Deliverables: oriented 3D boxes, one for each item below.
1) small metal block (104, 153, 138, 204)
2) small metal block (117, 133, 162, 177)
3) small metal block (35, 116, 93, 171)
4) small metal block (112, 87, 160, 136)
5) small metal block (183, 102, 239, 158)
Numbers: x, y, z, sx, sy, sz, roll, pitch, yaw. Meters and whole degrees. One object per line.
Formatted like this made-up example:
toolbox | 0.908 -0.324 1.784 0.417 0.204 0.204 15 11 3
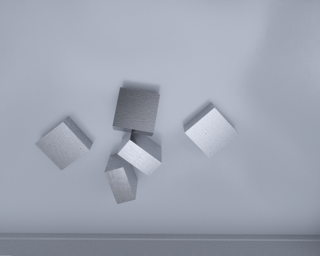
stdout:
small metal block | -0.051 0.066 0.422 0.025 0.050 0.050 -16 110 5
small metal block | -0.025 0.029 0.409 0.050 0.050 0.025 37 106 -13
small metal block | -0.128 0.021 0.417 0.050 0.025 0.050 -35 107 12
small metal block | -0.030 -0.020 0.391 0.050 0.025 0.050 10 77 -4
small metal block | 0.067 0.003 0.413 0.050 0.025 0.050 -41 106 13
